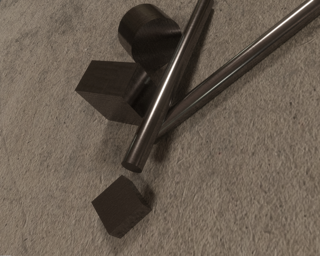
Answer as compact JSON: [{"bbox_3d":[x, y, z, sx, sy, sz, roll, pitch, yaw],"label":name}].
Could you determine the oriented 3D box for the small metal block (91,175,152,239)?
[{"bbox_3d":[-0.046,0.093,0.370,0.050,0.025,0.050,-42,51,-1],"label":"small metal block"}]

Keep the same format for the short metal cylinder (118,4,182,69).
[{"bbox_3d":[-0.015,-0.135,0.458,0.080,0.080,0.050,-38,51,2],"label":"short metal cylinder"}]

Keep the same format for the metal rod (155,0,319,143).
[{"bbox_3d":[0.101,-0.080,0.399,0.300,0.025,0.025,-38,51,2],"label":"metal rod"}]

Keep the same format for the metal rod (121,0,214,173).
[{"bbox_3d":[0.020,-0.077,0.416,0.025,0.025,0.300,5,57,30],"label":"metal rod"}]

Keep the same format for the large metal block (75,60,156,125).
[{"bbox_3d":[-0.052,-0.046,0.422,0.080,0.080,0.050,11,67,32],"label":"large metal block"}]
